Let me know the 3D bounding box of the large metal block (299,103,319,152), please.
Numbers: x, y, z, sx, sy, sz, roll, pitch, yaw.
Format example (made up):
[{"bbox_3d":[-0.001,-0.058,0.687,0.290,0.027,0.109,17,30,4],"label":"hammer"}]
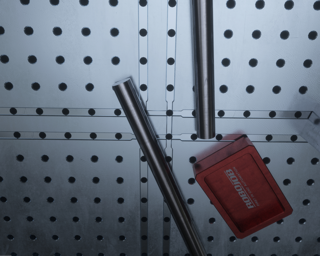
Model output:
[{"bbox_3d":[0.241,0.015,0.392,0.080,0.080,0.050,19,109,-7],"label":"large metal block"}]

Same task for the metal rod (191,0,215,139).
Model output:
[{"bbox_3d":[0.050,-0.129,0.366,0.025,0.025,0.298,-4,110,1],"label":"metal rod"}]

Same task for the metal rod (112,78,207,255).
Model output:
[{"bbox_3d":[0.006,0.072,0.439,0.025,0.025,0.299,-21,109,7],"label":"metal rod"}]

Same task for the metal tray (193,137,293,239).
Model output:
[{"bbox_3d":[0.118,0.088,0.444,0.090,0.030,0.130,-32,107,11],"label":"metal tray"}]
